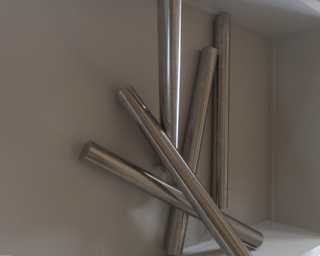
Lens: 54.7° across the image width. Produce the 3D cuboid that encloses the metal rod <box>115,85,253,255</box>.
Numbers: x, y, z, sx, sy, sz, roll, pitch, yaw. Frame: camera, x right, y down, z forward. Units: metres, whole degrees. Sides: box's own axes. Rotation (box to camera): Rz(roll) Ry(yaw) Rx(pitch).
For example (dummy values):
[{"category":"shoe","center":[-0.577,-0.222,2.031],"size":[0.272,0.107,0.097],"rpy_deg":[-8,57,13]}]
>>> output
[{"category":"metal rod","center":[0.042,0.078,0.361],"size":[0.025,0.025,0.299],"rpy_deg":[-31,83,-36]}]

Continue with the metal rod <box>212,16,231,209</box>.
[{"category":"metal rod","center":[0.097,-0.025,0.490],"size":[0.025,0.025,0.298],"rpy_deg":[2,89,-40]}]

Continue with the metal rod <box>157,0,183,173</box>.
[{"category":"metal rod","center":[0.011,-0.069,0.338],"size":[0.025,0.025,0.298],"rpy_deg":[-31,135,-36]}]

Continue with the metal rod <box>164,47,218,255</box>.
[{"category":"metal rod","center":[0.047,0.026,0.448],"size":[0.025,0.025,0.299],"rpy_deg":[19,78,-39]}]

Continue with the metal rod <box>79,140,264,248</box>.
[{"category":"metal rod","center":[0.032,0.097,0.405],"size":[0.301,0.025,0.025],"rpy_deg":[32,70,-26]}]
